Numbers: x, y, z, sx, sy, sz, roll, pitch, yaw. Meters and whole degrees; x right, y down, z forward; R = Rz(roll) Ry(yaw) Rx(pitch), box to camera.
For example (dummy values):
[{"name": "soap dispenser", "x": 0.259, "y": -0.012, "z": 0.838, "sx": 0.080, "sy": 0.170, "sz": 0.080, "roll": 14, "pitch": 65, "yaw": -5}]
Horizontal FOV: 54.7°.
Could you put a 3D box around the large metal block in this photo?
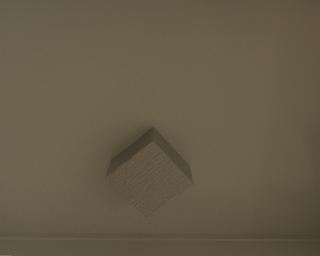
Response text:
[{"name": "large metal block", "x": -0.013, "y": 0.059, "z": 0.420, "sx": 0.080, "sy": 0.050, "sz": 0.080, "roll": -38, "pitch": 106, "yaw": 12}]
